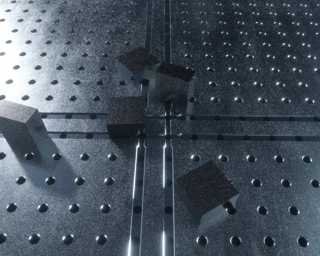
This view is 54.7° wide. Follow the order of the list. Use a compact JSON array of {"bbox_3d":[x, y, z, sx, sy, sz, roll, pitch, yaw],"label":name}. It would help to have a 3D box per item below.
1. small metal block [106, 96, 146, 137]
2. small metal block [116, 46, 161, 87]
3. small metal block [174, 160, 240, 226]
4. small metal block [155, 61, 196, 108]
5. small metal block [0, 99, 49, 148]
[{"bbox_3d":[-0.045,-0.016,0.421,0.050,0.025,0.050,-2,50,-2],"label":"small metal block"},{"bbox_3d":[-0.034,-0.098,0.490,0.050,0.025,0.050,-29,56,-23],"label":"small metal block"},{"bbox_3d":[0.051,0.072,0.348,0.050,0.025,0.050,-25,55,-20],"label":"small metal block"},{"bbox_3d":[0.022,-0.062,0.444,0.050,0.050,0.025,20,53,15],"label":"small metal block"},{"bbox_3d":[-0.177,-0.005,0.393,0.050,0.050,0.025,15,52,11],"label":"small metal block"}]
